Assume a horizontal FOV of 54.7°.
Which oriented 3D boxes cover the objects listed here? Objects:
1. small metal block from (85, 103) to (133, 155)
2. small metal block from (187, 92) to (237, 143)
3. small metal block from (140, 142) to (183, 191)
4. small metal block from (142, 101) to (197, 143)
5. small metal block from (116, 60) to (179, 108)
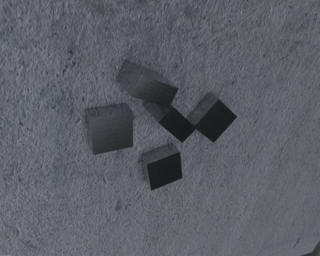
[{"bbox_3d":[-0.061,0.001,0.374,0.050,0.025,0.050,-11,123,-23],"label":"small metal block"},{"bbox_3d":[0.073,-0.014,0.438,0.050,0.025,0.050,-49,129,6],"label":"small metal block"},{"bbox_3d":[0.002,0.055,0.442,0.050,0.025,0.050,-20,126,-17],"label":"small metal block"},{"bbox_3d":[0.011,-0.015,0.388,0.025,0.050,0.050,-47,129,4],"label":"small metal block"},{"bbox_3d":[-0.015,-0.050,0.351,0.050,0.050,0.025,15,111,-34],"label":"small metal block"}]
